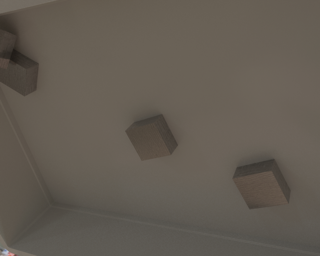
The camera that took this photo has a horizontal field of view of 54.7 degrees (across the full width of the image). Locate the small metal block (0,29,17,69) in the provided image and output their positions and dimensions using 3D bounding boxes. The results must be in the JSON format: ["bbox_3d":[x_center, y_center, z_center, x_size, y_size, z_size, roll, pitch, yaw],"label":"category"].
[{"bbox_3d":[-0.238,-0.117,0.437,0.050,0.025,0.050,20,94,9],"label":"small metal block"}]

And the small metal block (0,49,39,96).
[{"bbox_3d":[-0.215,-0.084,0.470,0.050,0.025,0.050,30,129,8],"label":"small metal block"}]

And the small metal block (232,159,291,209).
[{"bbox_3d":[0.127,0.071,0.386,0.050,0.025,0.050,-20,108,35],"label":"small metal block"}]

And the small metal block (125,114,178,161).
[{"bbox_3d":[-0.011,0.014,0.423,0.050,0.025,0.050,-15,111,34],"label":"small metal block"}]
